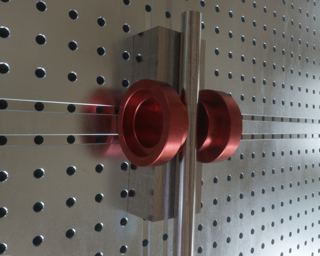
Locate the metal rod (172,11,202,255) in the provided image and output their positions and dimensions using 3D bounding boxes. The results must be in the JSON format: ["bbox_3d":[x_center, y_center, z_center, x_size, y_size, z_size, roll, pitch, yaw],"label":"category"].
[{"bbox_3d":[0.033,0.012,0.371,0.025,0.025,0.298,3,88,-40],"label":"metal rod"}]

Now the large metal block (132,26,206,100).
[{"bbox_3d":[0.012,-0.078,0.403,0.081,0.050,0.080,3,88,-40],"label":"large metal block"}]

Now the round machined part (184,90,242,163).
[{"bbox_3d":[0.057,-0.002,0.409,0.042,0.098,0.097,2,89,-35],"label":"round machined part"}]

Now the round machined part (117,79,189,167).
[{"bbox_3d":[-0.005,-0.005,0.356,0.042,0.098,0.097,3,89,-40],"label":"round machined part"}]

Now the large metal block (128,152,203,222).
[{"bbox_3d":[0.008,0.069,0.399,0.081,0.050,0.080,4,88,-40],"label":"large metal block"}]
